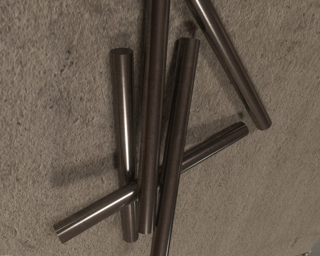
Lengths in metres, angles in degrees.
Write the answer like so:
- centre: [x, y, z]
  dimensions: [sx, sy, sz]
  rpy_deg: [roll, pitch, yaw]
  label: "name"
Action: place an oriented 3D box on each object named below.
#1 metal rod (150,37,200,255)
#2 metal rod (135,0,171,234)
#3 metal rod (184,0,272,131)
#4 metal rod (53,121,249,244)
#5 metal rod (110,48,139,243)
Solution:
- centre: [0.016, 0.040, 0.393]
  dimensions: [0.025, 0.025, 0.298]
  rpy_deg: [1, 103, -29]
  label: "metal rod"
- centre: [-0.010, -0.013, 0.356]
  dimensions: [0.025, 0.025, 0.298]
  rpy_deg: [-5, 109, -26]
  label: "metal rod"
- centre: [0.089, -0.091, 0.400]
  dimensions: [0.025, 0.025, 0.300]
  rpy_deg: [-42, 130, 0]
  label: "metal rod"
- centre: [0.004, 0.064, 0.423]
  dimensions: [0.302, 0.025, 0.025]
  rpy_deg: [-27, 129, -22]
  label: "metal rod"
- centre: [-0.044, 0.044, 0.411]
  dimensions: [0.025, 0.025, 0.298]
  rpy_deg: [-13, 124, -22]
  label: "metal rod"
